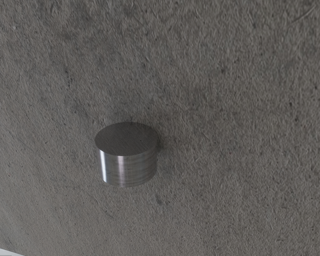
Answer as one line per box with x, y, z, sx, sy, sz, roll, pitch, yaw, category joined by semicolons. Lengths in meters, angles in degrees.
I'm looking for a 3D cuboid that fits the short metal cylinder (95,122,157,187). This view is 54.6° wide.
-0.044;0.034;0.416;0.080;0.080;0.050;14;124;20;short metal cylinder
